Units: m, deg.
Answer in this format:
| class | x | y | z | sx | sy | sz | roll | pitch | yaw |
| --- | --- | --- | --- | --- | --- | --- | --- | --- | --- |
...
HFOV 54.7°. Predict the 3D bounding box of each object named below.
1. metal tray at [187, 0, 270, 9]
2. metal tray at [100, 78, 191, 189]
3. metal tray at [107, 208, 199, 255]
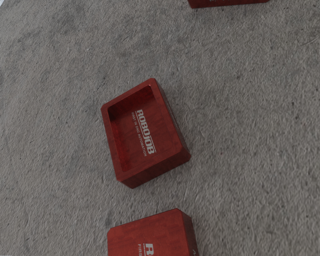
| class | x | y | z | sx | sy | sz | roll | pitch | yaw |
| --- | --- | --- | --- | --- | --- | --- | --- | --- | --- |
| metal tray | 0.113 | -0.235 | 0.485 | 0.130 | 0.030 | 0.090 | 9 | 66 | 32 |
| metal tray | -0.024 | 0.003 | 0.410 | 0.090 | 0.030 | 0.130 | -28 | 52 | 10 |
| metal tray | -0.003 | 0.156 | 0.307 | 0.090 | 0.030 | 0.130 | -21 | 54 | 15 |
